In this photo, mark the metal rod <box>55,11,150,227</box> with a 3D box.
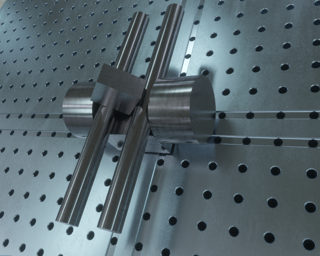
[{"bbox_3d":[-0.063,-0.029,0.391,0.025,0.025,0.300,1,62,28],"label":"metal rod"}]

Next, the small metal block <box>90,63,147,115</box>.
[{"bbox_3d":[-0.049,-0.043,0.359,0.050,0.050,0.025,137,151,-62],"label":"small metal block"}]

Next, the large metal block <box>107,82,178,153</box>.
[{"bbox_3d":[-0.023,-0.015,0.409,0.080,0.050,0.080,1,62,28],"label":"large metal block"}]

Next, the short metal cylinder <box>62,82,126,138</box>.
[{"bbox_3d":[-0.086,-0.024,0.429,0.050,0.080,0.080,2,63,29],"label":"short metal cylinder"}]

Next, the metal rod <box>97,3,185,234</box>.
[{"bbox_3d":[-0.014,-0.031,0.366,0.025,0.025,0.300,1,62,28],"label":"metal rod"}]

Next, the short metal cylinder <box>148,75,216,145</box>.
[{"bbox_3d":[0.028,-0.021,0.365,0.050,0.080,0.080,0,62,29],"label":"short metal cylinder"}]
